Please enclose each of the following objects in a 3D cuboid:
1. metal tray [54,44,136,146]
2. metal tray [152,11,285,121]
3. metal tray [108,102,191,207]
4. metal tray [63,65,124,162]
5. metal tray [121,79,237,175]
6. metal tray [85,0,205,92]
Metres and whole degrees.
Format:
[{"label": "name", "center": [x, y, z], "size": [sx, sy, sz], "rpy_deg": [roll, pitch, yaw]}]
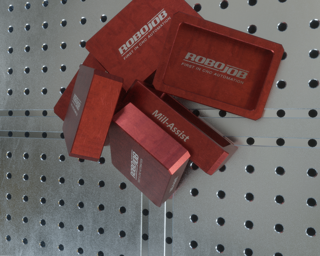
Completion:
[{"label": "metal tray", "center": [-0.081, -0.048, 0.439], "size": [0.090, 0.030, 0.130], "rpy_deg": [40, 103, 14]}, {"label": "metal tray", "center": [0.065, -0.070, 0.361], "size": [0.131, 0.030, 0.090], "rpy_deg": [17, 96, -4]}, {"label": "metal tray", "center": [-0.018, 0.037, 0.368], "size": [0.090, 0.129, 0.030], "rpy_deg": [40, 64, 15]}, {"label": "metal tray", "center": [-0.084, -0.024, 0.362], "size": [0.030, 0.130, 0.090], "rpy_deg": [16, 97, -23]}, {"label": "metal tray", "center": [0.026, -0.003, 0.368], "size": [0.130, 0.090, 0.030], "rpy_deg": [40, 103, 15]}, {"label": "metal tray", "center": [-0.017, -0.114, 0.397], "size": [0.130, 0.030, 0.090], "rpy_deg": [-42, 80, 0]}]
